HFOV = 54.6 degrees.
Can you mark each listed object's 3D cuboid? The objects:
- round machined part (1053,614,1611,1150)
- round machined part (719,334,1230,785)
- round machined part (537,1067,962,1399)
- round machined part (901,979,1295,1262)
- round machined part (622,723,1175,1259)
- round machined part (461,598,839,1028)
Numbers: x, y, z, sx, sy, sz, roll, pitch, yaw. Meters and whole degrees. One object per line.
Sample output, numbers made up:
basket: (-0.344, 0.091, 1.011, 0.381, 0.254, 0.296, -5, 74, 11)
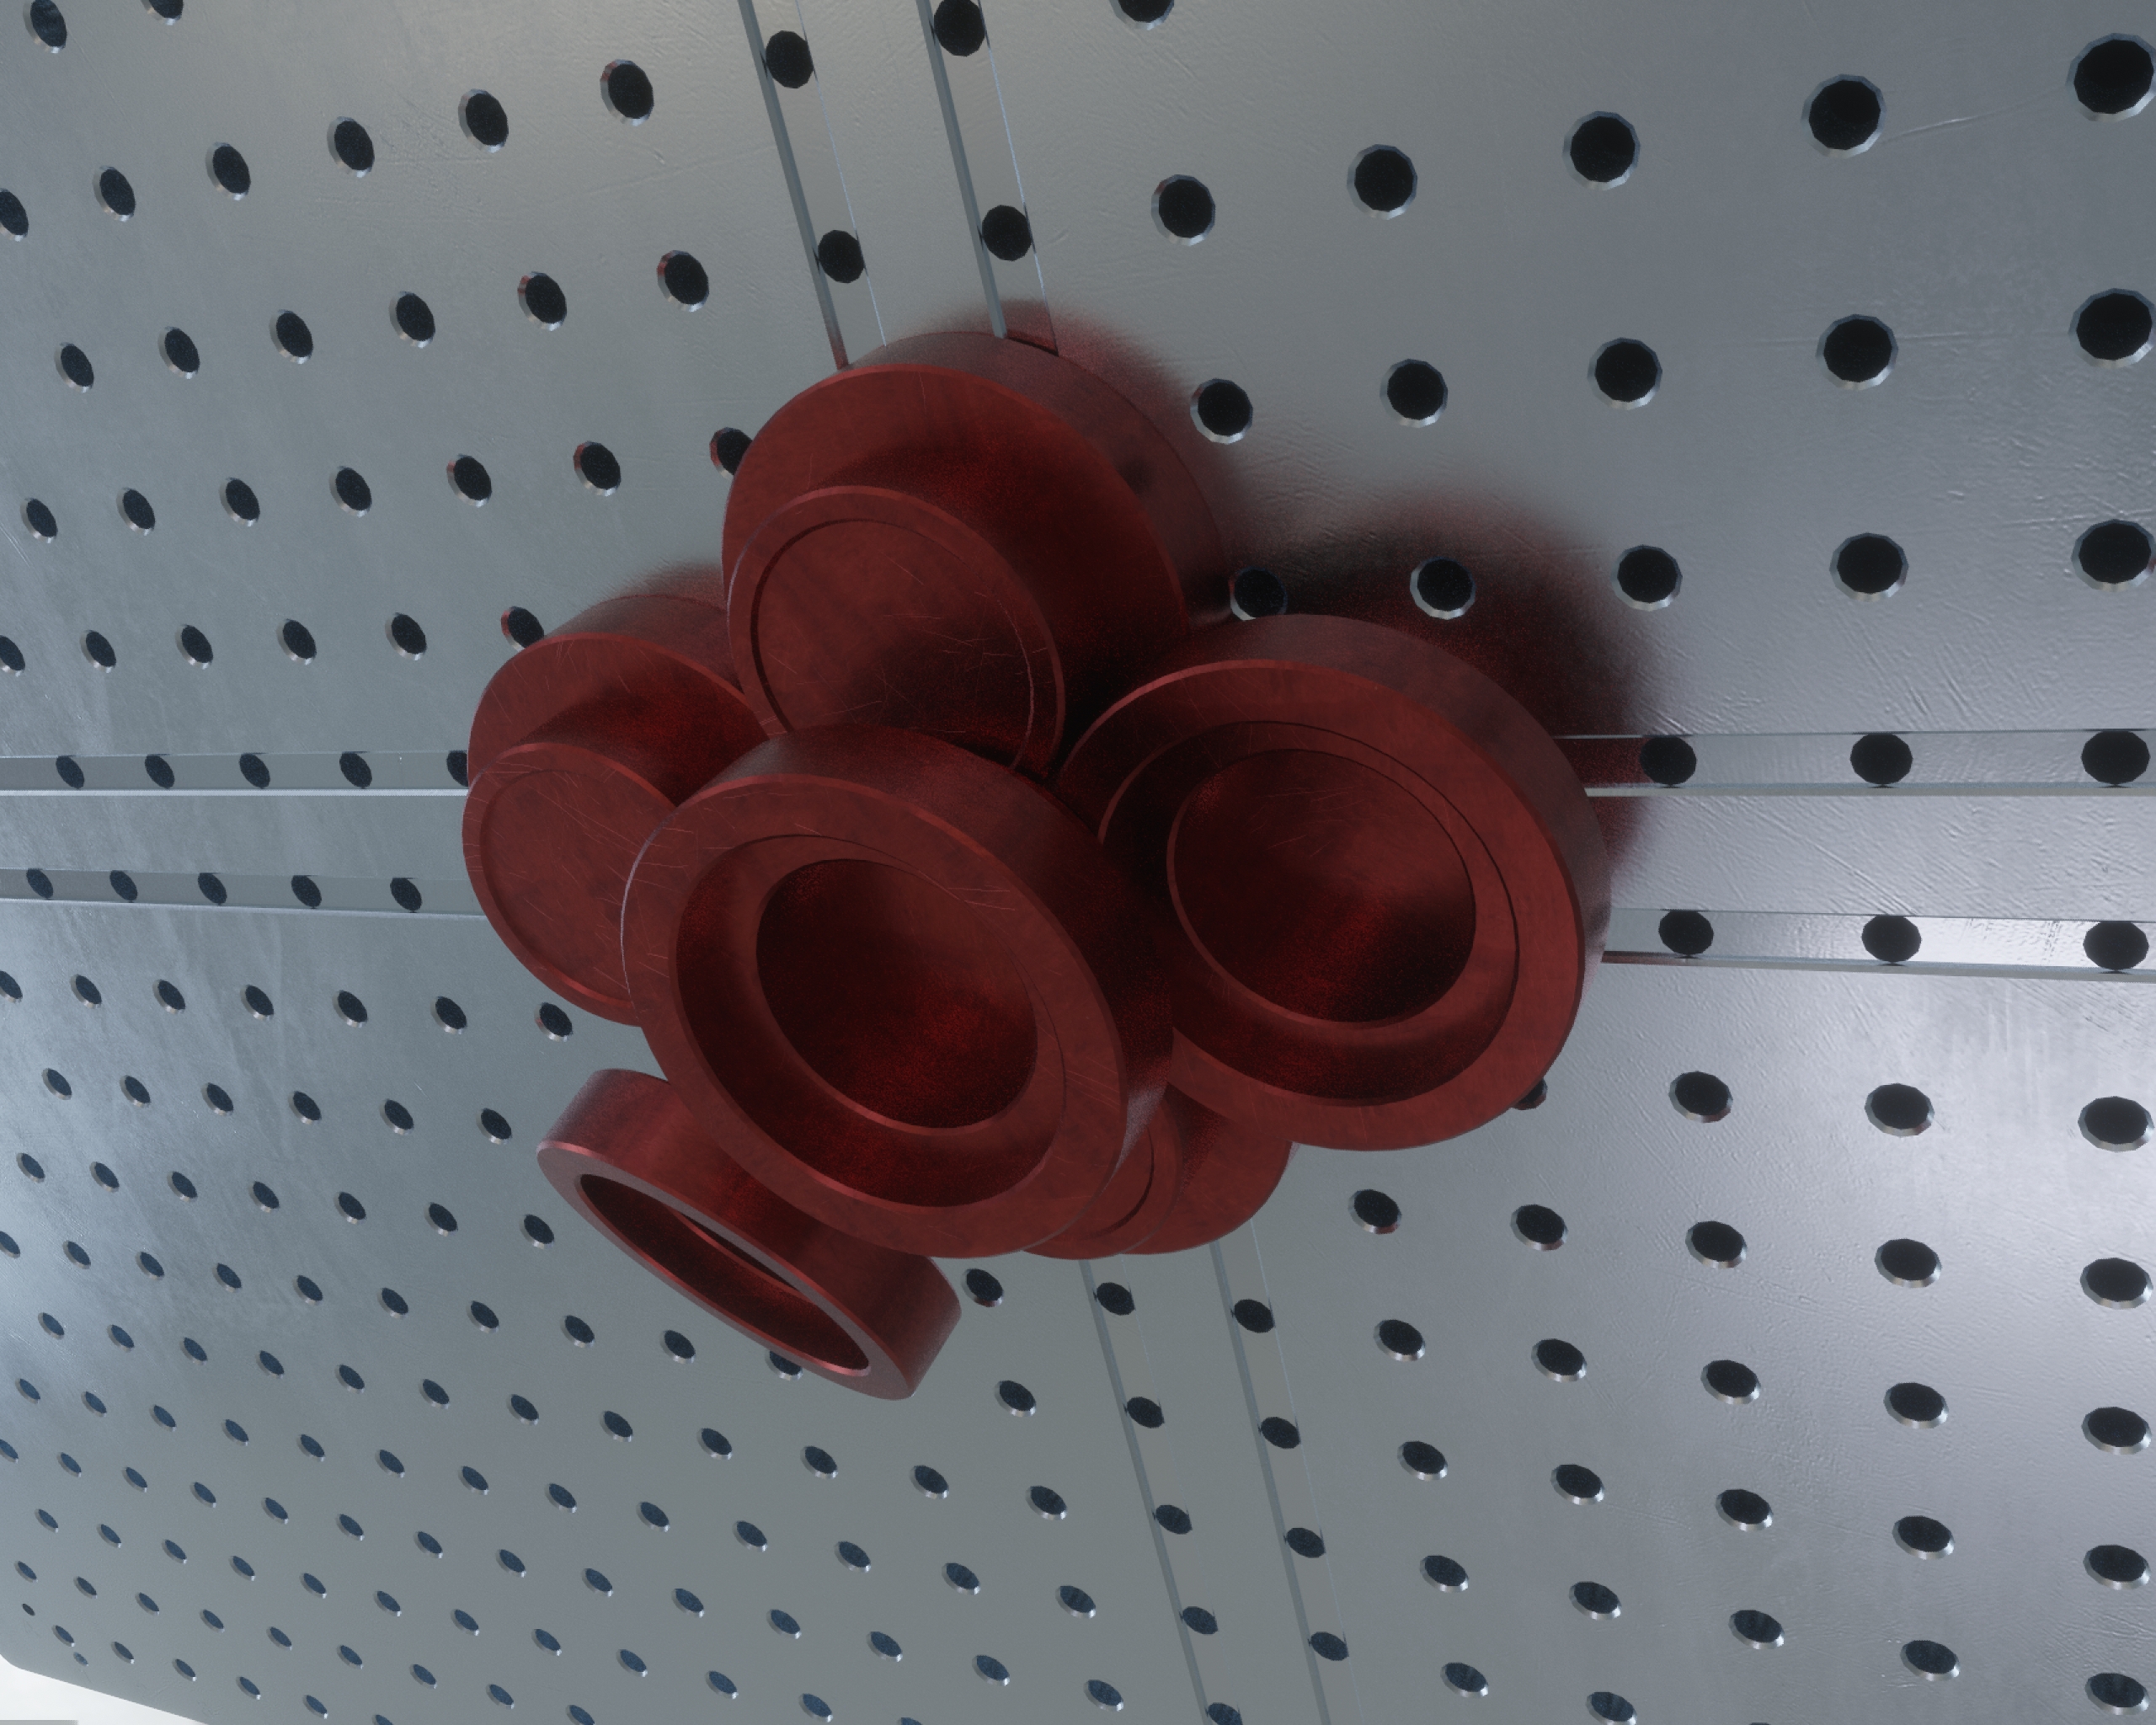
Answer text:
round machined part: (0.047, 0.000, 0.375, 0.098, 0.042, 0.097, 13, 124, 21)
round machined part: (-0.025, -0.044, 0.387, 0.098, 0.042, 0.097, 13, 124, 21)
round machined part: (-0.067, 0.075, 0.466, 0.098, 0.042, 0.098, 26, 154, 14)
round machined part: (-0.003, 0.042, 0.428, 0.098, 0.042, 0.097, 13, 124, 21)
round machined part: (-0.028, 0.019, 0.372, 0.098, 0.042, 0.097, 13, 124, 21)
round machined part: (-0.091, -0.004, 0.447, 0.098, 0.042, 0.097, 13, 124, 21)
